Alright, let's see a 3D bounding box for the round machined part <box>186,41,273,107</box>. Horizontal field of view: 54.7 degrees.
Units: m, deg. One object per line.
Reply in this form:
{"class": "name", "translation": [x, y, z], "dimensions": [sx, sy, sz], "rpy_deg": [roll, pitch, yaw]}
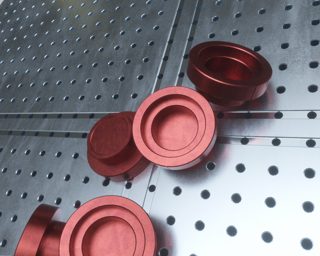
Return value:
{"class": "round machined part", "translation": [0.080, -0.062, 0.374], "dimensions": [0.099, 0.042, 0.098], "rpy_deg": [6, 43, -5]}

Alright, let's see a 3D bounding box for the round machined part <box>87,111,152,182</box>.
{"class": "round machined part", "translation": [-0.058, 0.019, 0.414], "dimensions": [0.098, 0.042, 0.098], "rpy_deg": [-13, 56, 20]}

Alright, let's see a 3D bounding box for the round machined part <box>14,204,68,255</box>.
{"class": "round machined part", "translation": [-0.130, 0.140, 0.354], "dimensions": [0.042, 0.098, 0.098], "rpy_deg": [15, 65, -4]}

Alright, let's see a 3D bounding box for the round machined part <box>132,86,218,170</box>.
{"class": "round machined part", "translation": [0.020, 0.003, 0.374], "dimensions": [0.098, 0.042, 0.098], "rpy_deg": [-5, 72, 15]}

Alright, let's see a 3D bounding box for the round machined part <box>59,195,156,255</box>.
{"class": "round machined part", "translation": [-0.053, 0.126, 0.332], "dimensions": [0.099, 0.042, 0.098], "rpy_deg": [0, 62, 1]}
